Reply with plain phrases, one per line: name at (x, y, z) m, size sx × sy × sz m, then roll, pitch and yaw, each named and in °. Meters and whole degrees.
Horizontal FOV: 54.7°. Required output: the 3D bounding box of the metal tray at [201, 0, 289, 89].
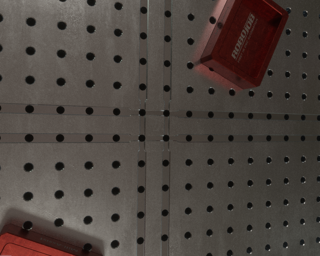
metal tray at (0.127, -0.135, 0.458) m, size 0.090 × 0.030 × 0.130 m, roll 28°, pitch 81°, yaw -18°

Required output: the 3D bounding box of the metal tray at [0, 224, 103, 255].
metal tray at (-0.138, 0.178, 0.359) m, size 0.131 × 0.030 × 0.090 m, roll 28°, pitch 81°, yaw -18°
